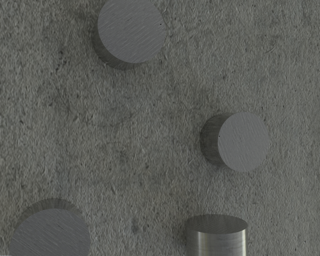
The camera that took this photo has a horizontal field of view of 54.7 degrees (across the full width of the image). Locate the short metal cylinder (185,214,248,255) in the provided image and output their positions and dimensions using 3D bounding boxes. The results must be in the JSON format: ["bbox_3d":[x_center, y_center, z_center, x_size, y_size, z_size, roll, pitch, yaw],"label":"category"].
[{"bbox_3d":[0.075,0.150,0.407,0.081,0.080,0.050,-2,91,-20],"label":"short metal cylinder"}]

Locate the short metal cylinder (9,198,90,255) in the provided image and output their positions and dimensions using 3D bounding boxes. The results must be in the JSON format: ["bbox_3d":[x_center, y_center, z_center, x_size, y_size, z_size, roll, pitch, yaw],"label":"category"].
[{"bbox_3d":[-0.123,0.125,0.351,0.081,0.050,0.080,0,90,-20],"label":"short metal cylinder"}]

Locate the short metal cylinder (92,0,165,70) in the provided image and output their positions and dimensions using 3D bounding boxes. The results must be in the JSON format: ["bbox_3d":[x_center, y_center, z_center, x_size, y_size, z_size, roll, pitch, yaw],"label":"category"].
[{"bbox_3d":[-0.040,-0.115,0.381,0.081,0.050,0.080,0,90,-20],"label":"short metal cylinder"}]

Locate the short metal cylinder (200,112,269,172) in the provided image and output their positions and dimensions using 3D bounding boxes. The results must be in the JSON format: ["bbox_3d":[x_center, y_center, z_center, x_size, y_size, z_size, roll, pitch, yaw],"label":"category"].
[{"bbox_3d":[0.103,0.018,0.434,0.081,0.050,0.080,0,90,-20],"label":"short metal cylinder"}]
